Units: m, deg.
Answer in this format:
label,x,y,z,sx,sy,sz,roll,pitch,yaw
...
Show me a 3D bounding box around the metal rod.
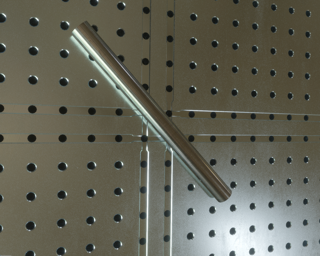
label,x,y,z,sx,sy,sz,roll,pitch,yaw
metal rod,-0.003,-0.012,0.412,0.025,0.025,0.300,-45,104,-14
